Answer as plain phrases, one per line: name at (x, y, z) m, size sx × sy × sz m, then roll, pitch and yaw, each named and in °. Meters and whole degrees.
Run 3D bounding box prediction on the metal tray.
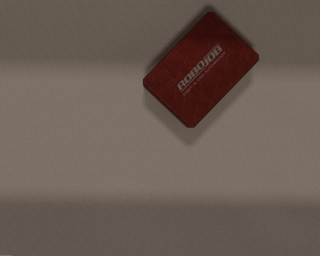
metal tray at (0.052, -0.075, 0.410) m, size 0.090 × 0.030 × 0.130 m, roll 44°, pitch 90°, yaw -1°
